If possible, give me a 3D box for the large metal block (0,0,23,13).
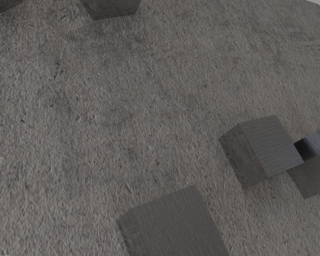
[{"bbox_3d":[-0.227,-0.183,0.377,0.080,0.050,0.080,38,51,-3],"label":"large metal block"}]

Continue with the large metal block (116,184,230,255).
[{"bbox_3d":[0.012,0.115,0.324,0.081,0.050,0.080,-13,68,-33],"label":"large metal block"}]

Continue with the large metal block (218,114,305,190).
[{"bbox_3d":[0.144,0.033,0.445,0.081,0.050,0.080,-11,68,-33],"label":"large metal block"}]

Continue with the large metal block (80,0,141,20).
[{"bbox_3d":[-0.068,-0.213,0.462,0.081,0.080,0.050,-24,75,-37],"label":"large metal block"}]

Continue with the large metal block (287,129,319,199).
[{"bbox_3d":[0.239,0.050,0.466,0.050,0.080,0.080,-18,71,-35],"label":"large metal block"}]
